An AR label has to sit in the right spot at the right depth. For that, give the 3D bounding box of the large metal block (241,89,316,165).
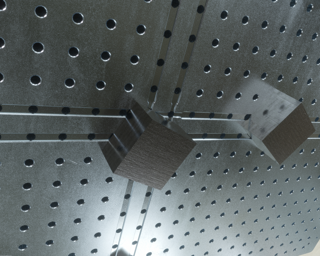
[{"bbox_3d":[0.190,0.000,0.498,0.080,0.050,0.080,-45,129,3],"label":"large metal block"}]

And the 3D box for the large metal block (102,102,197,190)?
[{"bbox_3d":[-0.014,0.025,0.402,0.080,0.050,0.080,28,103,-38],"label":"large metal block"}]
